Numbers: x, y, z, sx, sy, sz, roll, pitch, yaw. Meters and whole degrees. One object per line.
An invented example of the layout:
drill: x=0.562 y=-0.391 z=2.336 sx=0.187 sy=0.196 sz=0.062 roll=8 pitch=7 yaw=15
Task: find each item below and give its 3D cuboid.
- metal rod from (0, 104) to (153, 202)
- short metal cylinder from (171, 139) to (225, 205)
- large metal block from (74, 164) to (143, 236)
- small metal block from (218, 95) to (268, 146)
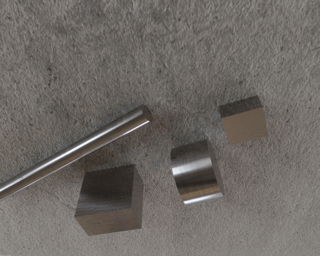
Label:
metal rod: x=-0.141 y=0.045 z=0.444 sx=0.300 sy=0.025 sz=0.025 roll=-27 pitch=125 yaw=21
short metal cylinder: x=0.052 y=0.059 z=0.422 sx=0.050 sy=0.080 sz=0.080 roll=-17 pitch=128 yaw=13
large metal block: x=-0.071 y=0.106 z=0.461 sx=0.080 sy=0.080 sz=0.050 roll=-11 pitch=129 yaw=9
small metal block: x=0.108 y=-0.009 z=0.401 sx=0.050 sy=0.025 sz=0.050 roll=-16 pitch=129 yaw=13
